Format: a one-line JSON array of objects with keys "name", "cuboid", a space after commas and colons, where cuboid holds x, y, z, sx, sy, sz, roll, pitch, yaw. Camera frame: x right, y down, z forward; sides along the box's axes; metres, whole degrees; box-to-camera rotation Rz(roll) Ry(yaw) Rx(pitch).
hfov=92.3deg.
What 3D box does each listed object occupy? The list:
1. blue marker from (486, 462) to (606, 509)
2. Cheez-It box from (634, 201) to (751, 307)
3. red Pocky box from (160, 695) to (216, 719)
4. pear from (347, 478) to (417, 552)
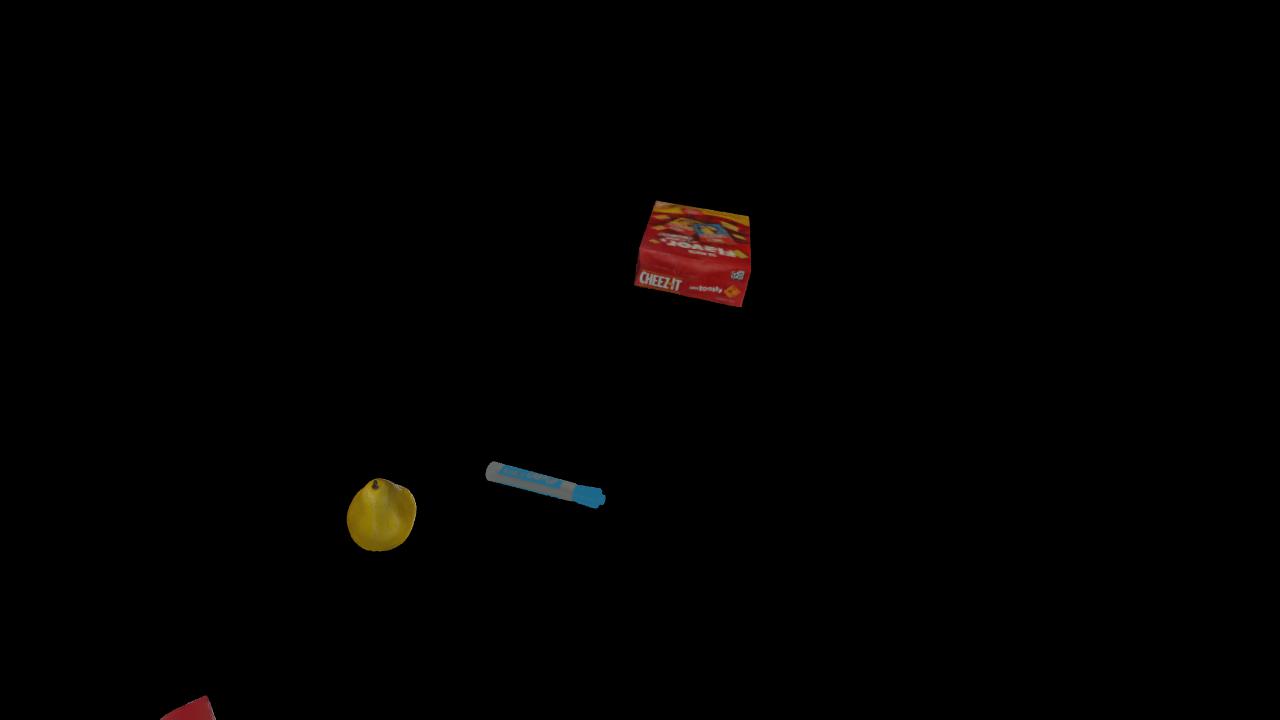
[{"name": "blue marker", "cuboid": [-0.089, 0.117, 0.575, 0.121, 0.020, 0.020, 10, 3, 20]}, {"name": "Cheez-It box", "cuboid": [0.088, -0.175, 0.973, 0.166, 0.071, 0.223, 11, 33, 1]}, {"name": "red Pocky box", "cuboid": [-0.258, 0.295, 0.380, 0.028, 0.155, 0.083, -16, -29, -40]}, {"name": "pear", "cuboid": [-0.296, 0.161, 0.697, 0.080, 0.111, 0.080, 5, 36, -4]}]
